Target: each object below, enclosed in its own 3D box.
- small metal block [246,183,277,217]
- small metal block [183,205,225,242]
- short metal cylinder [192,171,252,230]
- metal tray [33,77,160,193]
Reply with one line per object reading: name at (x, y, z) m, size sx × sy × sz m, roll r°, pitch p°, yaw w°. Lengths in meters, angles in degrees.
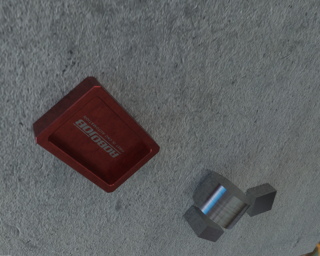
small metal block at (0.192, 0.138, 0.597) m, size 0.050 × 0.025 × 0.050 m, roll -11°, pitch 123°, yaw -23°
small metal block at (0.075, 0.165, 0.534) m, size 0.050 × 0.050 × 0.025 m, roll 31°, pitch 101°, yaw -38°
short metal cylinder at (0.099, 0.114, 0.496) m, size 0.080 × 0.080 × 0.050 m, roll 29°, pitch 102°, yaw -38°
metal tray at (-0.071, 0.013, 0.372) m, size 0.090 × 0.030 × 0.130 m, roll -42°, pitch 130°, yaw 0°
